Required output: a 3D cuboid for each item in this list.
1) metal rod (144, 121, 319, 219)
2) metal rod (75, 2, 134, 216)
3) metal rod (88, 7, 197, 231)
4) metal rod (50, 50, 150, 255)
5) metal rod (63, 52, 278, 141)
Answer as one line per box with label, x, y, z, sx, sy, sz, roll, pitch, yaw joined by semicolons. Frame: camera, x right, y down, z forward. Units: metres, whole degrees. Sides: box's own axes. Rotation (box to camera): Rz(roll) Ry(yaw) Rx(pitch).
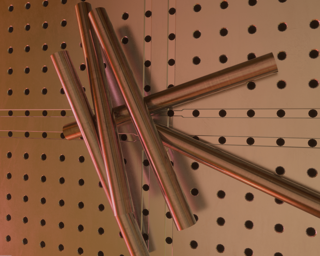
metal rod;0.109;0.056;0.374;0.300;0.025;0.025;24;98;18
metal rod;-0.078;-0.036;0.416;0.025;0.025;0.299;-19;75;19
metal rod;-0.026;-0.018;0.394;0.025;0.025;0.299;-26;81;18
metal rod;-0.080;0.039;0.420;0.025;0.025;0.299;-22;91;19
metal rod;-0.001;-0.035;0.413;0.300;0.025;0.025;-17;84;19
